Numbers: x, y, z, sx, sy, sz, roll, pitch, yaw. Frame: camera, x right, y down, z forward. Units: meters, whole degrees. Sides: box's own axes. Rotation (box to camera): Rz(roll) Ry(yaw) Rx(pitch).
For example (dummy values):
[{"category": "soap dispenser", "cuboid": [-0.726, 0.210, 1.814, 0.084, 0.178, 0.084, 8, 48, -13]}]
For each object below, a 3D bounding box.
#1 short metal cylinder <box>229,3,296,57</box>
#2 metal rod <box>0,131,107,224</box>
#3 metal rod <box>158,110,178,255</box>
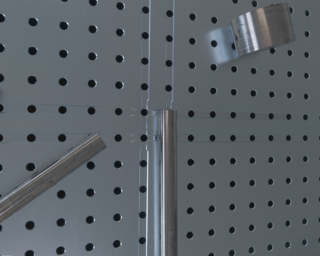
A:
[{"category": "short metal cylinder", "cuboid": [0.144, -0.136, 0.436, 0.081, 0.080, 0.050, -17, 96, -19]}, {"category": "metal rod", "cuboid": [-0.190, 0.101, 0.342, 0.301, 0.025, 0.025, -37, 102, -16]}, {"category": "metal rod", "cuboid": [0.011, 0.126, 0.416, 0.025, 0.025, 0.298, 0, 90, -20]}]
